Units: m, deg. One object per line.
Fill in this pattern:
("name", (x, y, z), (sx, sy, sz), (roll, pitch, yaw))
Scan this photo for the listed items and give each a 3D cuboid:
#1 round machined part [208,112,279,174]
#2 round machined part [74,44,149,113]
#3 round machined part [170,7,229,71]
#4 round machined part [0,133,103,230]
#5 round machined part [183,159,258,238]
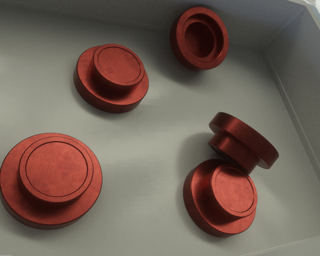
("round machined part", (0.104, 0.025, 0.414), (0.098, 0.098, 0.042), (39, 87, -2))
("round machined part", (-0.059, -0.071, 0.407), (0.099, 0.042, 0.098), (14, 56, -21))
("round machined part", (0.058, -0.139, 0.497), (0.099, 0.042, 0.097), (1, 88, -27))
("round machined part", (-0.105, 0.047, 0.310), (0.099, 0.042, 0.098), (14, 56, -21))
("round machined part", (0.082, 0.084, 0.390), (0.099, 0.042, 0.098), (14, 56, -21))
